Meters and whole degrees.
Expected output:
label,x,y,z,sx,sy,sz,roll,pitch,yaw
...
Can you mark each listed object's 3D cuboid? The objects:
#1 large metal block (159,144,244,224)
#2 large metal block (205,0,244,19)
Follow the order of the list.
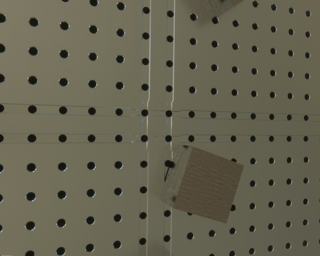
label,x,y,z,sx,sy,sz,roll,pitch,yaw
large metal block,0.056,0.074,0.420,0.080,0.050,0.080,21,83,-19
large metal block,0.099,-0.216,0.435,0.080,0.050,0.080,-36,102,-16
